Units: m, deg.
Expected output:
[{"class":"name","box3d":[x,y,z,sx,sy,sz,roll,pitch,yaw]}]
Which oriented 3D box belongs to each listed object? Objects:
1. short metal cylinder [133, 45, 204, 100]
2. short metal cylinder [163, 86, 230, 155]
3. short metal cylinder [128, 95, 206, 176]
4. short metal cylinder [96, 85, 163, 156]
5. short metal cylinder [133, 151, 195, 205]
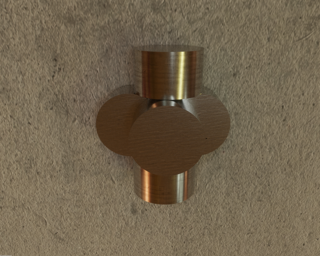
[{"class":"short metal cylinder","box3d":[0.010,-0.067,0.358,0.081,0.080,0.050,0,110,-1]},{"class":"short metal cylinder","box3d":[0.044,-0.011,0.394,0.081,0.050,0.079,0,110,-1]},{"class":"short metal cylinder","box3d":[0.007,0.006,0.346,0.081,0.050,0.079,0,110,-1]},{"class":"short metal cylinder","box3d":[-0.036,-0.011,0.393,0.081,0.050,0.079,0,110,-1]},{"class":"short metal cylinder","box3d":[0.006,0.055,0.403,0.081,0.080,0.050,0,110,-1]}]
